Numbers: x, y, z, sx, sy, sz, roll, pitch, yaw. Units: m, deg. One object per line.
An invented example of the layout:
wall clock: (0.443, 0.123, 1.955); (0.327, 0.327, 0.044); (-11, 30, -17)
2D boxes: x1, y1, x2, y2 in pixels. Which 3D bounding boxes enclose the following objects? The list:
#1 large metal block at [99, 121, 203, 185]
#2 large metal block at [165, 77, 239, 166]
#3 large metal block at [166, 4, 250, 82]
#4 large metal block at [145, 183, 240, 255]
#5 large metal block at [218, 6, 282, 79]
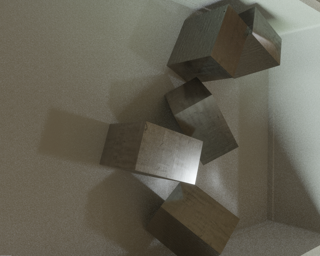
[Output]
large metal block: (-0.011, 0.029, 0.359); (0.080, 0.080, 0.050); (20, 77, -34)
large metal block: (0.052, -0.012, 0.408); (0.050, 0.080, 0.080); (-29, 114, 6)
large metal block: (0.066, -0.112, 0.428); (0.050, 0.080, 0.080); (33, 70, -36)
large metal block: (0.036, 0.118, 0.380); (0.080, 0.080, 0.050); (37, 52, 10)
large metal block: (0.129, -0.127, 0.477); (0.080, 0.080, 0.050); (30, 62, -37)
